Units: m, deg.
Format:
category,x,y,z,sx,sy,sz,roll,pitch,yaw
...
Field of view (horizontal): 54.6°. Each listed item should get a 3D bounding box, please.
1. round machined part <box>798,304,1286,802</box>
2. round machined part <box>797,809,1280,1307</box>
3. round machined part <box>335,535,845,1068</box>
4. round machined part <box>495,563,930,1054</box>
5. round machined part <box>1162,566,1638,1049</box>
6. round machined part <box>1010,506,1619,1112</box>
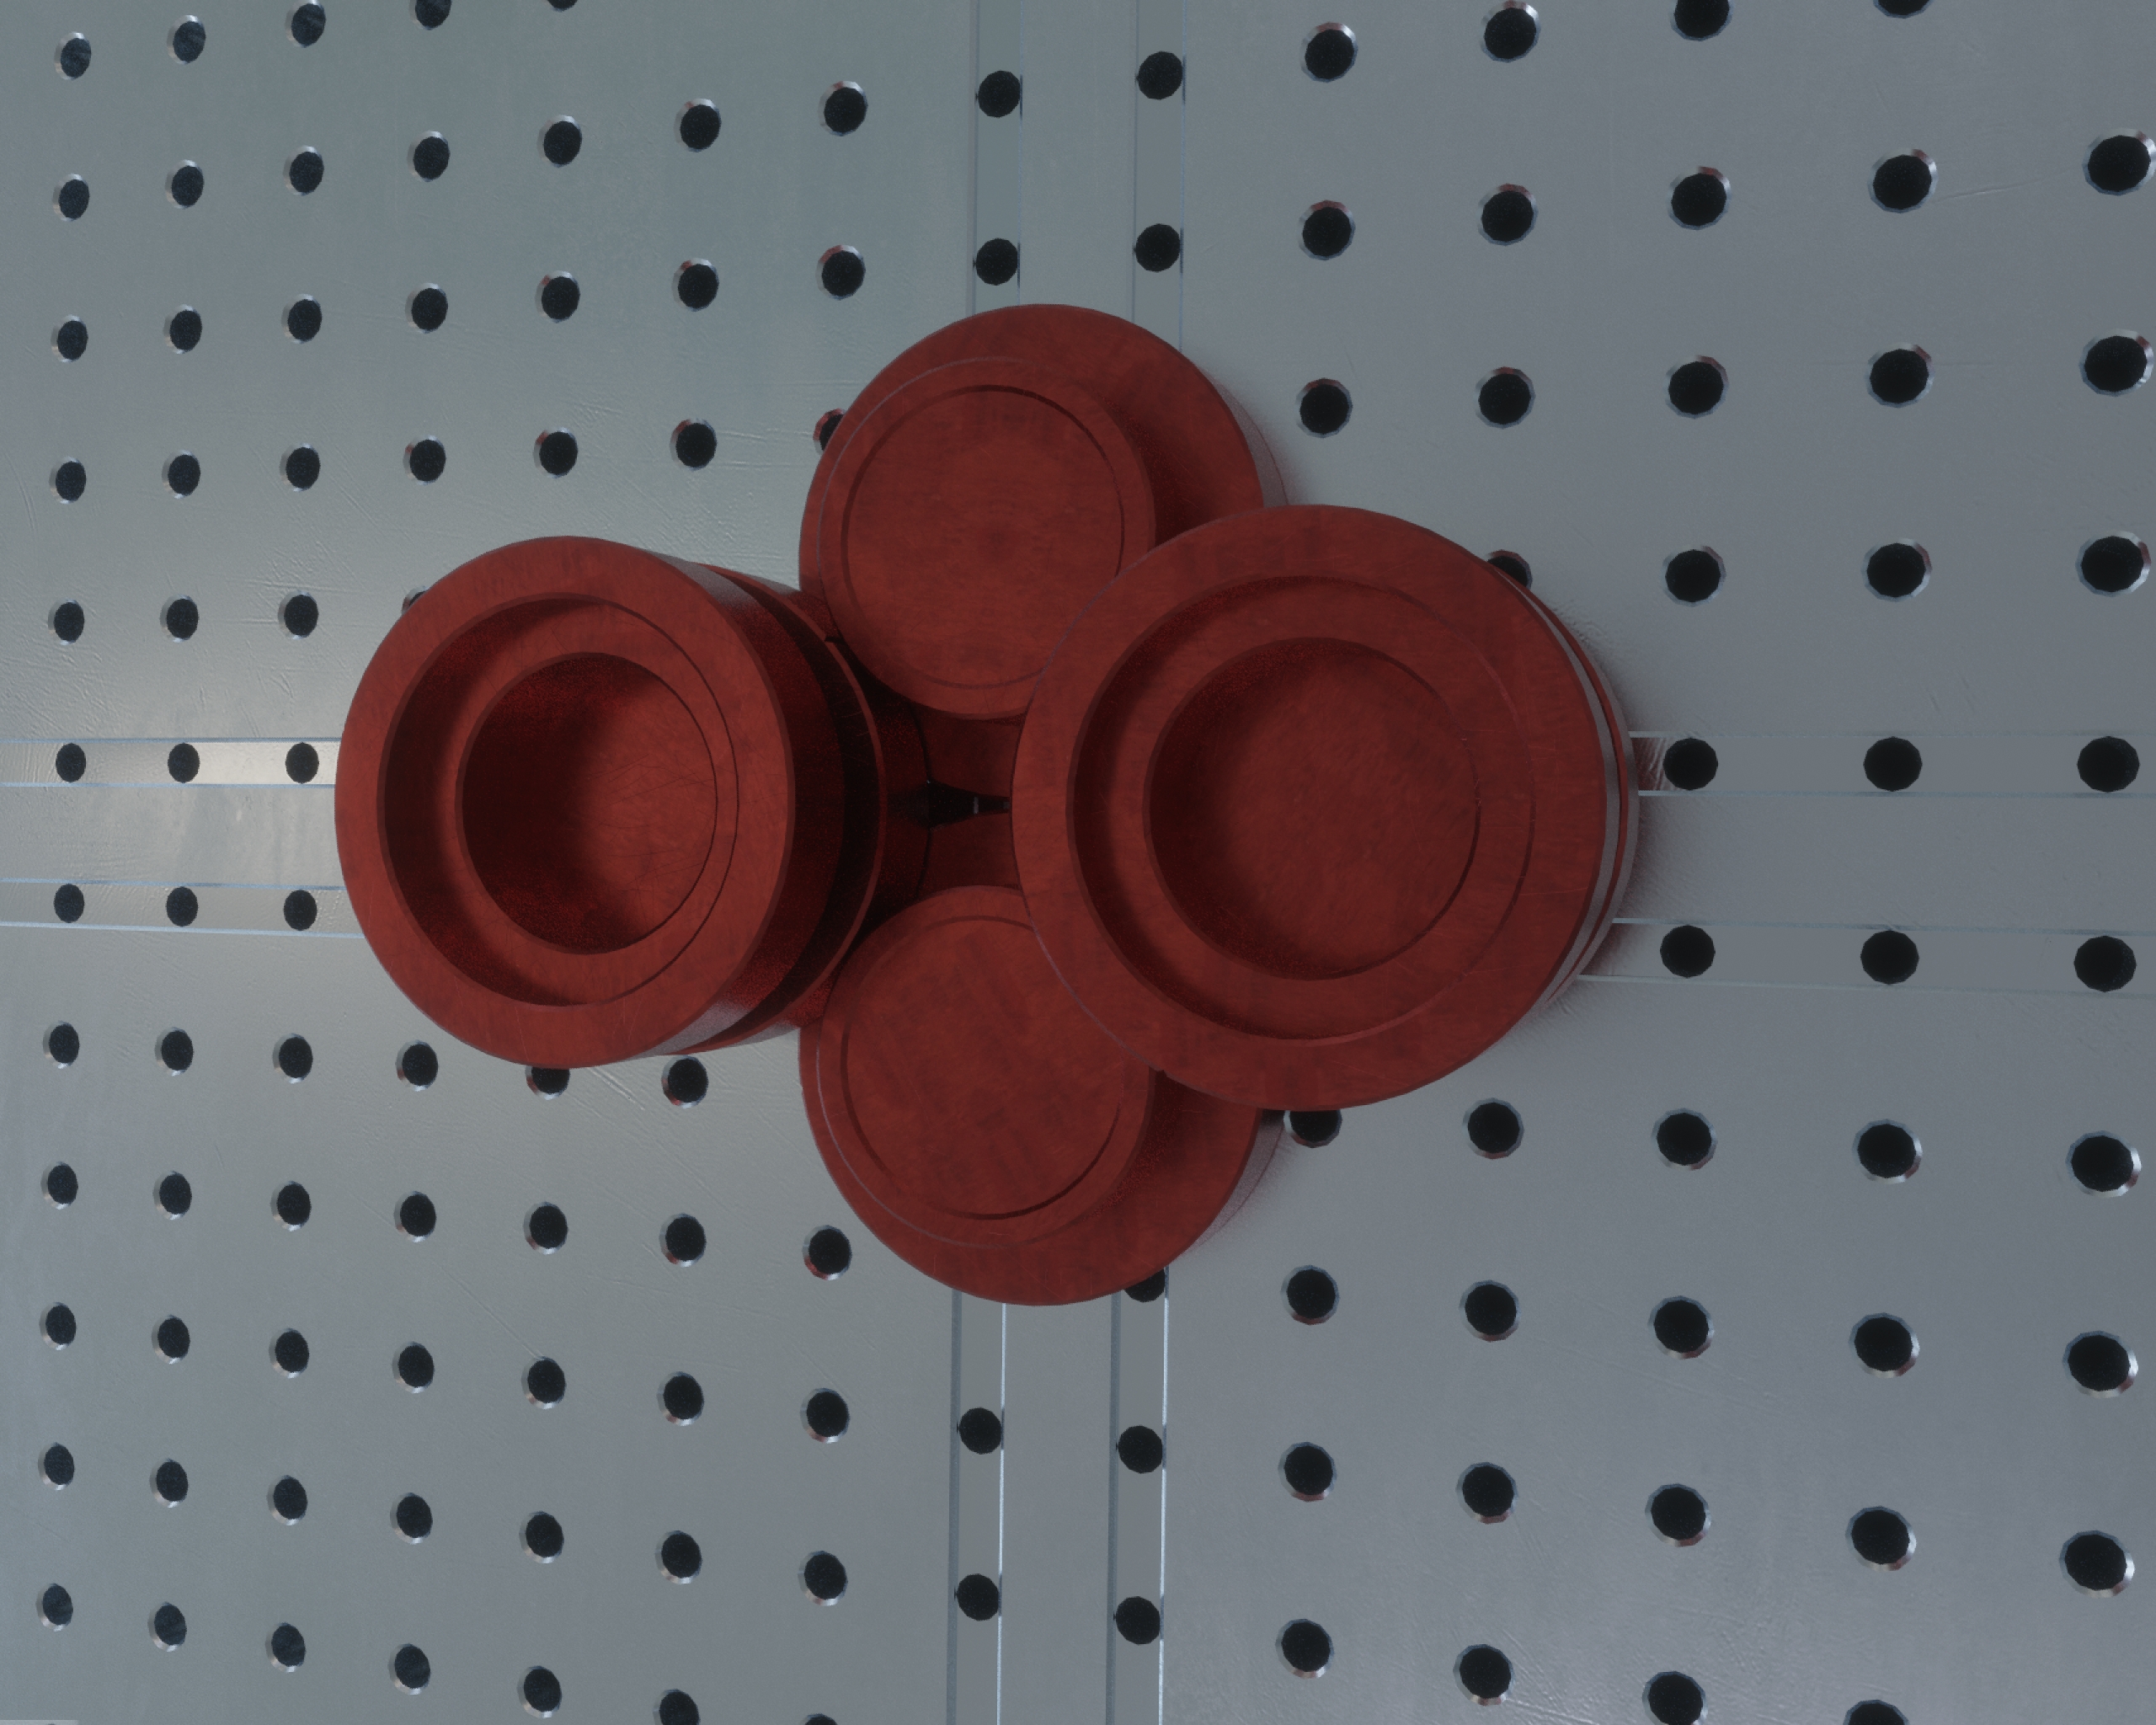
category,x,y,z,sx,sy,sz,roll,pitch,yaw
round machined part,-0.011,-0.060,0.407,0.098,0.042,0.097,0,90,20
round machined part,-0.011,0.038,0.407,0.098,0.042,0.097,0,90,20
round machined part,-0.089,-0.011,0.401,0.098,0.042,0.097,0,90,20
round machined part,-0.075,-0.011,0.430,0.098,0.042,0.097,0,90,20
round machined part,0.053,-0.010,0.384,0.098,0.042,0.097,0,90,20
round machined part,0.042,-0.009,0.354,0.098,0.042,0.097,0,90,20
